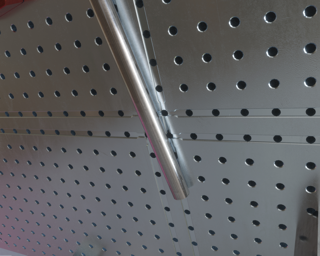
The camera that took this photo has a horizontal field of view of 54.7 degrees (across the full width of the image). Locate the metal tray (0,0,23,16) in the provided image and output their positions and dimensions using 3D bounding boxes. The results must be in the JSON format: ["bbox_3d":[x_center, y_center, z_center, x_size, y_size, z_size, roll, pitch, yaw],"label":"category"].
[{"bbox_3d":[-0.248,-0.212,0.404,0.090,0.030,0.129,-11,113,32],"label":"metal tray"}]

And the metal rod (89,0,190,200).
[{"bbox_3d":[-0.022,-0.032,0.401,0.025,0.025,0.299,-9,114,32],"label":"metal rod"}]

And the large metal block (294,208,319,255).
[{"bbox_3d":[0.208,0.156,0.362,0.080,0.080,0.050,28,128,10],"label":"large metal block"}]
